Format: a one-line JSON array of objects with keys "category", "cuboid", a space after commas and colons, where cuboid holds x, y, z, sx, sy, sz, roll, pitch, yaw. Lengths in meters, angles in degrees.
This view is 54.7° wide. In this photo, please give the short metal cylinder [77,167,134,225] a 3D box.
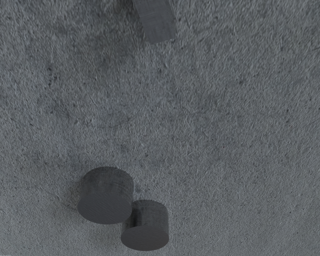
[{"category": "short metal cylinder", "cuboid": [-0.082, 0.105, 0.480, 0.081, 0.050, 0.079, 0, 130, 0]}]

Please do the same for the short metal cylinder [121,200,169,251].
[{"category": "short metal cylinder", "cuboid": [-0.025, 0.169, 0.534, 0.081, 0.050, 0.079, 0, 130, 0]}]

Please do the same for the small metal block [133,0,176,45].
[{"category": "small metal block", "cuboid": [-0.005, -0.115, 0.293, 0.025, 0.050, 0.050, -14, 129, 12]}]
